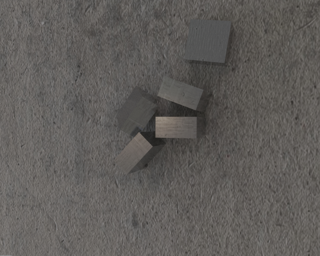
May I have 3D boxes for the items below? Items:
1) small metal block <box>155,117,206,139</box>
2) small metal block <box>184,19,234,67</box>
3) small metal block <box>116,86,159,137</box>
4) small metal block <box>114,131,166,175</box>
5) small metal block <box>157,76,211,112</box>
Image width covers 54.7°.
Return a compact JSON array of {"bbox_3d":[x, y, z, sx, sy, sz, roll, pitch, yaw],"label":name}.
[{"bbox_3d":[0.027,-0.001,0.386,0.050,0.050,0.025,1,91,20],"label":"small metal block"},{"bbox_3d":[0.062,-0.106,0.387,0.050,0.025,0.050,10,93,19],"label":"small metal block"},{"bbox_3d":[-0.031,-0.022,0.404,0.025,0.050,0.050,30,103,-23],"label":"small metal block"},{"bbox_3d":[-0.025,0.031,0.404,0.025,0.050,0.050,46,104,14],"label":"small metal block"},{"bbox_3d":[0.032,-0.041,0.384,0.050,0.050,0.025,23,98,18],"label":"small metal block"}]
